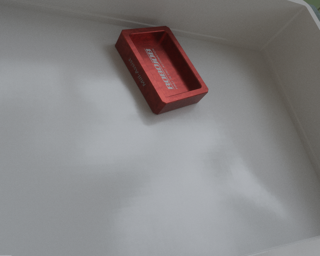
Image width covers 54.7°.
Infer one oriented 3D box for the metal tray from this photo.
[{"bbox_3d":[0.003,-0.090,0.460,0.091,0.030,0.130,-19,72,-36],"label":"metal tray"}]
